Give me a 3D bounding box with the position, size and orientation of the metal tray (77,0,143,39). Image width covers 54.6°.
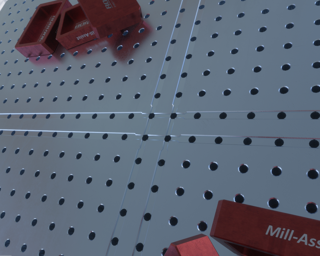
[{"bbox_3d":[-0.099,-0.233,0.566,0.090,0.030,0.130,-25,67,-7],"label":"metal tray"}]

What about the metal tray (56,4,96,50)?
[{"bbox_3d":[-0.137,-0.214,0.610,0.130,0.030,0.090,-14,56,20],"label":"metal tray"}]

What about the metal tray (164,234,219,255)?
[{"bbox_3d":[0.023,0.158,0.244,0.030,0.129,0.090,-5,44,-30],"label":"metal tray"}]

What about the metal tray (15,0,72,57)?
[{"bbox_3d":[-0.247,-0.216,0.669,0.090,0.030,0.130,2,63,29],"label":"metal tray"}]

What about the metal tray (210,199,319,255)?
[{"bbox_3d":[0.116,0.097,0.246,0.130,0.090,0.030,6,64,31],"label":"metal tray"}]
